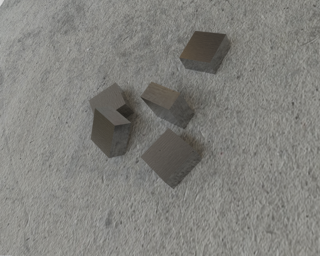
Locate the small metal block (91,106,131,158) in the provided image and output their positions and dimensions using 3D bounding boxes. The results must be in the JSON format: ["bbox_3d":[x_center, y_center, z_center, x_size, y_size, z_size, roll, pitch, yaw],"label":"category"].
[{"bbox_3d":[-0.068,0.005,0.419,0.050,0.025,0.050,38,125,38],"label":"small metal block"}]

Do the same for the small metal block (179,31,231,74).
[{"bbox_3d":[0.064,-0.107,0.436,0.050,0.025,0.050,19,72,35],"label":"small metal block"}]

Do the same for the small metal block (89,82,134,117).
[{"bbox_3d":[-0.073,-0.032,0.462,0.050,0.025,0.050,-33,51,6],"label":"small metal block"}]

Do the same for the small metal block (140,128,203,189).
[{"bbox_3d":[0.013,0.036,0.375,0.050,0.025,0.050,-46,51,-4],"label":"small metal block"}]

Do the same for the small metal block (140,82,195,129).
[{"bbox_3d":[0.010,-0.029,0.400,0.050,0.050,0.025,27,77,37],"label":"small metal block"}]
